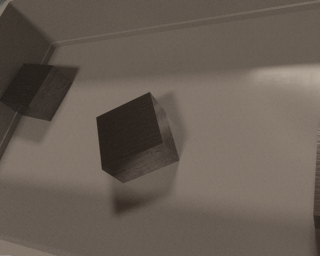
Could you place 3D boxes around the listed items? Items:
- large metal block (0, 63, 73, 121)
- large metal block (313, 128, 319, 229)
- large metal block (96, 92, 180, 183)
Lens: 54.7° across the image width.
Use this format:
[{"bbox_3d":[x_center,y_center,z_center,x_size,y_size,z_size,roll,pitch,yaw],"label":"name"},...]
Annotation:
[{"bbox_3d":[-0.214,-0.063,0.538,0.080,0.050,0.080,10,67,32],"label":"large metal block"},{"bbox_3d":[0.179,0.048,0.266,0.080,0.050,0.080,2,63,29],"label":"large metal block"},{"bbox_3d":[-0.030,0.013,0.396,0.080,0.050,0.080,-24,53,13],"label":"large metal block"}]
